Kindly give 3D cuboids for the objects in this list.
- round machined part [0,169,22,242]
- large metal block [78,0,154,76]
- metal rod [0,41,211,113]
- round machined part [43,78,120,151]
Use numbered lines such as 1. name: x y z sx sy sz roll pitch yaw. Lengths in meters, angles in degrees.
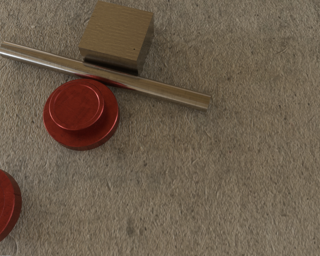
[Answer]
1. round machined part: -0.211 0.094 0.363 0.099 0.042 0.098 0 70 0
2. large metal block: -0.058 -0.124 0.440 0.080 0.050 0.080 15 71 5
3. metal rod: -0.079 -0.073 0.434 0.301 0.025 0.025 16 71 5
4. round machined part: -0.104 -0.023 0.406 0.099 0.042 0.098 0 70 0
